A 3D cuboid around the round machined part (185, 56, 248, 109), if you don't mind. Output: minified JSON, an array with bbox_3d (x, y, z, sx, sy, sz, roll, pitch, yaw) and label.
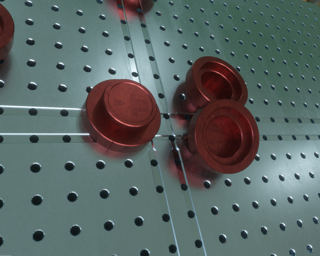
[{"bbox_3d":[0.082,-0.059,0.477,0.099,0.042,0.098,14,56,-21],"label":"round machined part"}]

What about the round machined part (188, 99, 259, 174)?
[{"bbox_3d":[0.081,0.012,0.419,0.099,0.042,0.098,3,82,-22],"label":"round machined part"}]

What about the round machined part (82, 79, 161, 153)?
[{"bbox_3d":[-0.043,-0.022,0.387,0.099,0.042,0.098,13,56,-21],"label":"round machined part"}]

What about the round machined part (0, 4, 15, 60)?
[{"bbox_3d":[-0.217,-0.105,0.344,0.099,0.042,0.098,13,56,-21],"label":"round machined part"}]
